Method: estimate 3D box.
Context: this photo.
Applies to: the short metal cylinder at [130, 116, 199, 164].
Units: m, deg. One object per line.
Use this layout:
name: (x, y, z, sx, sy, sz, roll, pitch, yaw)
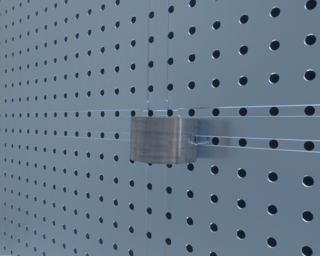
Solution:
short metal cylinder: (0.005, 0.012, 0.371, 0.080, 0.081, 0.050, 4, 93, 40)
